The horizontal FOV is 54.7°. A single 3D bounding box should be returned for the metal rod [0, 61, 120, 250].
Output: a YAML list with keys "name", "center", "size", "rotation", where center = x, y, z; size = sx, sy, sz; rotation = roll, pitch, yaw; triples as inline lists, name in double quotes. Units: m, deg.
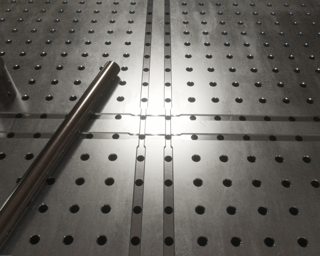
- name: "metal rod"
  center: [-0.123, 0.013, 0.394]
  size: [0.025, 0.025, 0.301]
  rotation: [15, 51, 12]

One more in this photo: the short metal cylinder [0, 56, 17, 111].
- name: "short metal cylinder"
  center: [-0.255, -0.064, 0.441]
  size: [0.081, 0.050, 0.080]
  rotation: [0, 50, 0]
